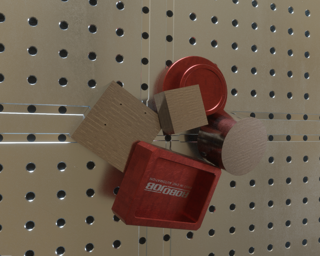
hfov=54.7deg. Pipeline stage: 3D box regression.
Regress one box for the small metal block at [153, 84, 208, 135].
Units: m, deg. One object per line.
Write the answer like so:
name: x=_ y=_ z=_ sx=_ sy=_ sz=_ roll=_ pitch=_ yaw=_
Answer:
small metal block: x=0.025 y=-0.022 z=0.373 sx=0.050 sy=0.025 sz=0.050 roll=-15 pitch=92 yaw=-31

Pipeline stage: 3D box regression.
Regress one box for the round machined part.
round machined part: x=0.050 y=-0.050 z=0.422 sx=0.099 sy=0.042 sz=0.097 roll=0 pitch=90 yaw=-20

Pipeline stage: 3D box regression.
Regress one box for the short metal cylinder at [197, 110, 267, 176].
short metal cylinder: x=0.099 y=0.019 z=0.424 sx=0.081 sy=0.050 sz=0.079 roll=-9 pitch=109 yaw=-29

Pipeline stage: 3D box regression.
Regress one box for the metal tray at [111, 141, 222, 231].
metal tray: x=0.014 y=0.076 z=0.385 sx=0.131 sy=0.030 sz=0.090 roll=21 pitch=90 yaw=-41

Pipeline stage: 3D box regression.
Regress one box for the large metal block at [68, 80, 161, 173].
large metal block: x=-0.053 y=0.001 z=0.380 sx=0.080 sy=0.050 sz=0.080 roll=37 pitch=78 yaw=-16
